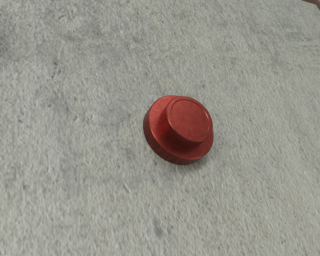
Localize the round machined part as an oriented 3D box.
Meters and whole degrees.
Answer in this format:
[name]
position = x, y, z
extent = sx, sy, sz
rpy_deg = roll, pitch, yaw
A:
[round machined part]
position = 0.031, -0.004, 0.413
extent = 0.099, 0.042, 0.098
rpy_deg = 14, 56, -21
